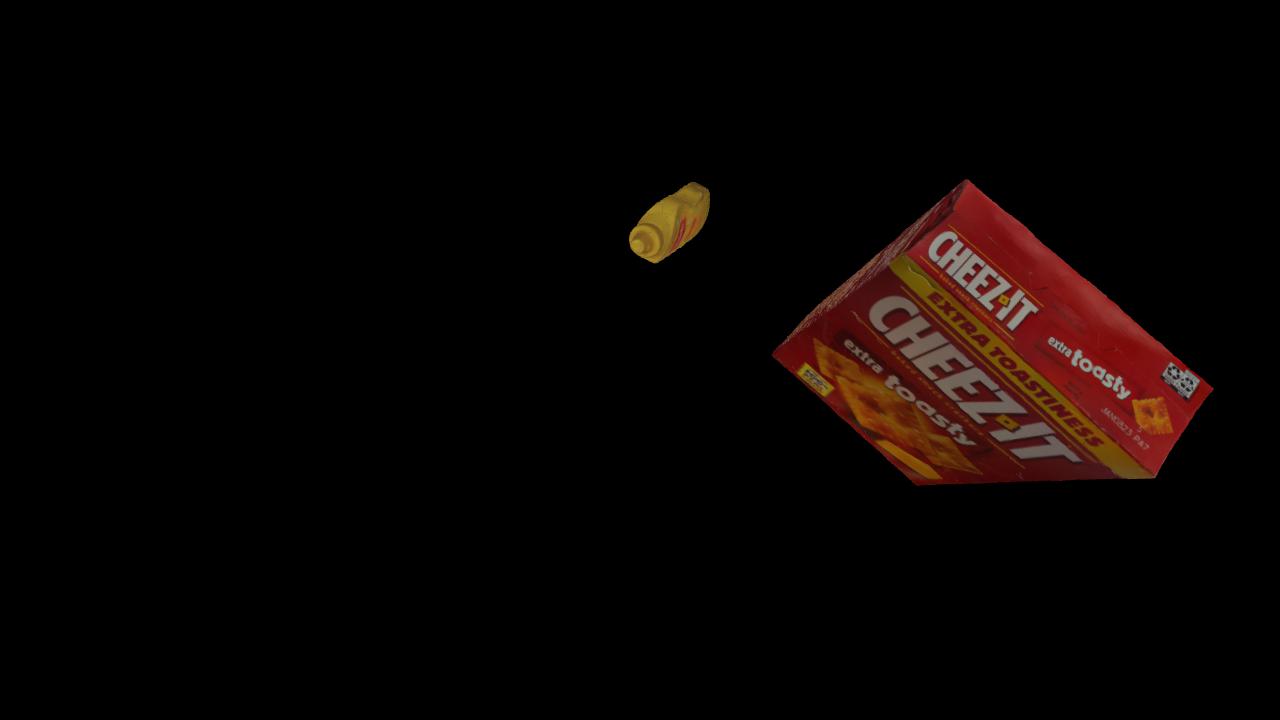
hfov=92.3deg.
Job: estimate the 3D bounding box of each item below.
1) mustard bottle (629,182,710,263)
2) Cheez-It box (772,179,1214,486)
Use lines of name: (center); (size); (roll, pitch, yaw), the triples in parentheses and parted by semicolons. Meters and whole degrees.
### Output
mustard bottle: (0.034, -0.174, 0.810); (0.054, 0.092, 0.184); (36, 36, 7)
Cheez-It box: (0.201, 0.005, 0.413); (0.166, 0.071, 0.223); (43, -14, 5)
